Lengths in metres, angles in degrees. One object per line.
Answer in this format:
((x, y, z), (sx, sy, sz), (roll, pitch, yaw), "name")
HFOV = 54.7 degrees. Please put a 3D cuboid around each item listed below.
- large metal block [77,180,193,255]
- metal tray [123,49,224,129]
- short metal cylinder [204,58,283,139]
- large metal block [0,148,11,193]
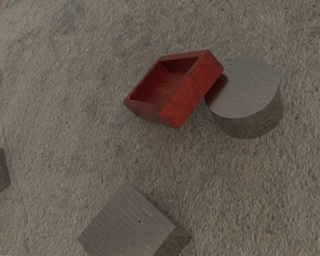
((-0.027, 0.117, 0.330), (0.080, 0.050, 0.080), (34, 81, 38), "large metal block")
((0.010, -0.051, 0.390), (0.090, 0.030, 0.130), (-52, 25, -9), "metal tray")
((0.097, -0.034, 0.358), (0.080, 0.050, 0.080), (-13, 56, 21), "short metal cylinder")
((-0.296, 0.076, 0.496), (0.080, 0.050, 0.080), (-37, 51, 3), "large metal block")
